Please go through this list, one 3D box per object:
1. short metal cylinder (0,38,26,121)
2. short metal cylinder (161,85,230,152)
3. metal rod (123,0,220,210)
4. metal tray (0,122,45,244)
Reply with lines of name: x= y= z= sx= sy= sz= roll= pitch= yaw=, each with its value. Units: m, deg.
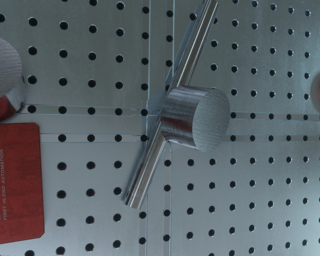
short metal cylinder: x=-0.183 y=-0.050 z=0.318 sx=0.081 sy=0.050 sz=0.080 roll=7 pitch=66 yaw=-16
short metal cylinder: x=0.047 y=-0.013 z=0.399 sx=0.081 sy=0.050 sz=0.079 roll=-16 pitch=112 yaw=-44
metal rod: x=0.018 y=-0.037 z=0.419 sx=0.025 sy=0.025 sz=0.299 roll=24 pitch=82 yaw=-19
metal tray: x=-0.179 y=0.060 z=0.344 sx=0.091 sy=0.030 sz=0.129 roll=-3 pitch=91 yaw=-20
